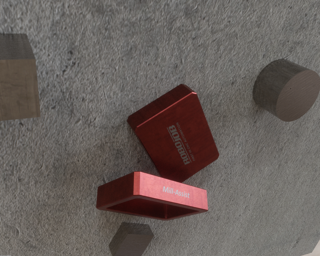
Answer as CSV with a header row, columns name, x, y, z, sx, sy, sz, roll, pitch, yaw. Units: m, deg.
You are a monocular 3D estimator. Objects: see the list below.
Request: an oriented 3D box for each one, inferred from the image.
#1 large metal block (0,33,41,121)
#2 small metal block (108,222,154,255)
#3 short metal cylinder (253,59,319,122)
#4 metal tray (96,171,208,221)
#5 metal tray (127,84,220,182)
name,x,y,z,sx,sy,sz,roll,pitch,yaw
large metal block,-0.150,-0.045,0.261,0.081,0.080,0.050,-8,122,-25
small metal block,-0.046,0.179,0.493,0.050,0.025,0.050,19,108,-36
short metal cylinder,0.186,-0.056,0.458,0.081,0.050,0.079,-14,124,-21
metal tray,-0.009,0.098,0.427,0.131,0.030,0.090,22,145,-37
metal tray,0.023,0.015,0.426,0.090,0.030,0.130,-33,129,-7
